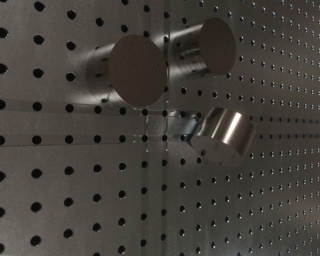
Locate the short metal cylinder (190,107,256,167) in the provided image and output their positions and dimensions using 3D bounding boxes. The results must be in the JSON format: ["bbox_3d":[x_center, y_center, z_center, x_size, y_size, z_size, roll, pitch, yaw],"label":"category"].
[{"bbox_3d":[0.092,0.014,0.453,0.080,0.080,0.050,45,63,-31],"label":"short metal cylinder"}]

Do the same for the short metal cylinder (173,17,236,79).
[{"bbox_3d":[0.066,-0.114,0.450,0.081,0.050,0.079,0,90,-40],"label":"short metal cylinder"}]

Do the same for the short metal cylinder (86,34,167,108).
[{"bbox_3d":[-0.038,-0.063,0.362,0.081,0.050,0.079,0,90,-40],"label":"short metal cylinder"}]
